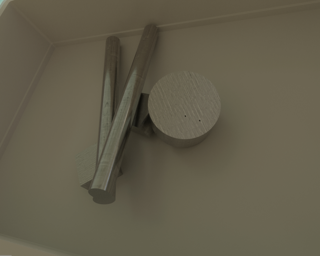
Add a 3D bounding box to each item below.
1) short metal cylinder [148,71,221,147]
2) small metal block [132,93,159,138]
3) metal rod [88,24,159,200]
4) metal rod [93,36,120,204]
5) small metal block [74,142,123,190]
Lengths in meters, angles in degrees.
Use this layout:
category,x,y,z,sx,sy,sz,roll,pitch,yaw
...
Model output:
category,x,y,z,sx,sy,sz,roll,pitch,yaw
short metal cylinder,0.027,-0.020,0.366,0.081,0.050,0.080,0,75,1
small metal block,-0.021,-0.019,0.419,0.050,0.025,0.050,17,70,50
metal rod,-0.038,-0.045,0.416,0.025,0.025,0.300,-8,47,23
metal rod,-0.072,-0.035,0.442,0.025,0.025,0.300,-19,48,17
small metal block,-0.083,0.050,0.417,0.050,0.025,0.050,-30,52,9
